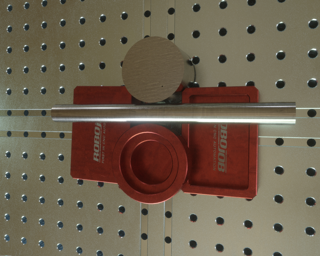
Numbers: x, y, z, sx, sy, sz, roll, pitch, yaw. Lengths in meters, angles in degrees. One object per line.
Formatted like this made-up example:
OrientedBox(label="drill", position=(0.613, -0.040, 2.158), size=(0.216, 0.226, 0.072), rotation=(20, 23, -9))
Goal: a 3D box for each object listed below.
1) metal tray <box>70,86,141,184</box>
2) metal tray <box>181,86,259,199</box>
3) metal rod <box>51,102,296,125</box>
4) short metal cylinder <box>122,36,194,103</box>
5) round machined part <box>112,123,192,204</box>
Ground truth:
OrientedBox(label="metal tray", position=(-0.076, 0.008, 0.431), size=(0.090, 0.030, 0.129), rotation=(3, 91, 19))
OrientedBox(label="metal tray", position=(0.073, 0.016, 0.380), size=(0.090, 0.030, 0.129), rotation=(1, 90, 19))
OrientedBox(label="metal rod", position=(0.000, -0.018, 0.376), size=(0.301, 0.025, 0.025), rotation=(1, 91, 19))
OrientedBox(label="short metal cylinder", position=(-0.001, -0.070, 0.395), size=(0.080, 0.050, 0.079), rotation=(0, 90, 20))
OrientedBox(label="round machined part", position=(-0.007, 0.043, 0.392), size=(0.098, 0.042, 0.097), rotation=(0, 90, 19))
